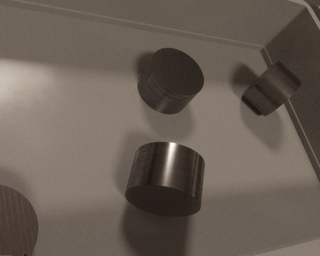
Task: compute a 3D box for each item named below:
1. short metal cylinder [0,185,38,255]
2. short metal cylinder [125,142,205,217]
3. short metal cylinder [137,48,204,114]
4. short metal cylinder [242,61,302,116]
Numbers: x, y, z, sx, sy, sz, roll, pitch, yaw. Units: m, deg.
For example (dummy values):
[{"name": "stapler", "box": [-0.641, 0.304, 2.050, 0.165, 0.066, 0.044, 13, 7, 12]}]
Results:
[{"name": "short metal cylinder", "box": [-0.146, 0.092, 0.255, 0.081, 0.050, 0.080, 14, 56, -21]}, {"name": "short metal cylinder", "box": [0.007, 0.058, 0.340, 0.080, 0.080, 0.050, 23, 53, -15]}, {"name": "short metal cylinder", "box": [0.015, -0.066, 0.440, 0.081, 0.050, 0.080, 14, 56, -21]}, {"name": "short metal cylinder", "box": [0.184, -0.065, 0.512, 0.050, 0.080, 0.080, 45, 51, 2]}]
